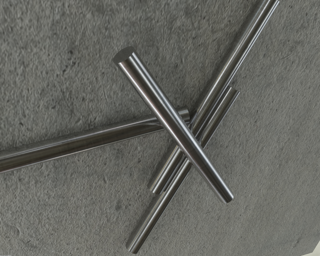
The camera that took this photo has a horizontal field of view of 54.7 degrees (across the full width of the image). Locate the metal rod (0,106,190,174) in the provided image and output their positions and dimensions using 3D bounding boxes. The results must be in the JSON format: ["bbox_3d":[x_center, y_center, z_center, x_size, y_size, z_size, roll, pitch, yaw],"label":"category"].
[{"bbox_3d":[-0.103,0.019,0.361,0.302,0.025,0.025,-15,125,-20],"label":"metal rod"}]

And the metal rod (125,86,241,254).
[{"bbox_3d":[0.028,0.069,0.464,0.025,0.025,0.298,19,108,-36],"label":"metal rod"}]

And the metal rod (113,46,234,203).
[{"bbox_3d":[0.035,0.018,0.403,0.025,0.025,0.300,-39,129,-2],"label":"metal rod"}]

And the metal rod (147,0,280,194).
[{"bbox_3d":[0.064,-0.035,0.419,0.025,0.025,0.298,19,108,-36],"label":"metal rod"}]
